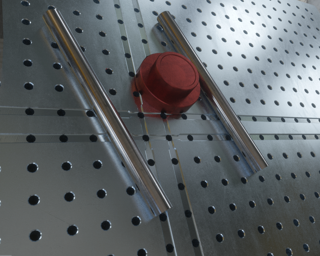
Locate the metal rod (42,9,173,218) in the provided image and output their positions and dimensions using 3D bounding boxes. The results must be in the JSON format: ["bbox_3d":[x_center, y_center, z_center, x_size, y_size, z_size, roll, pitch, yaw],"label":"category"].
[{"bbox_3d":[-0.072,-0.028,0.387,0.025,0.025,0.299,-21,73,-36],"label":"metal rod"}]

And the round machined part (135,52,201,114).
[{"bbox_3d":[0.018,-0.072,0.452,0.099,0.042,0.098,14,56,-21],"label":"round machined part"}]

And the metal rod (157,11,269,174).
[{"bbox_3d":[0.077,-0.065,0.491,0.025,0.025,0.299,-19,72,-36],"label":"metal rod"}]

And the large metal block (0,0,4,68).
[{"bbox_3d":[-0.222,-0.118,0.345,0.081,0.050,0.080,-1,62,-29],"label":"large metal block"}]
